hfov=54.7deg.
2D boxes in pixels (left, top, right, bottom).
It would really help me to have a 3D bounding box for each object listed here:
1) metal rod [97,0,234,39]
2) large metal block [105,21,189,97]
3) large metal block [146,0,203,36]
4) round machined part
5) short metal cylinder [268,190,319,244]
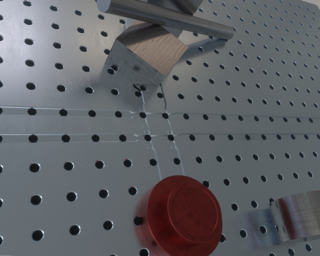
[{"bbox_3d":[0.032,-0.164,0.476,0.302,0.025,0.025,-9,66,-49],"label":"metal rod"},{"bbox_3d":[-0.018,-0.106,0.447,0.080,0.050,0.080,37,51,-4],"label":"large metal block"},{"bbox_3d":[0.012,-0.206,0.504,0.081,0.080,0.050,8,59,-24],"label":"large metal block"},{"bbox_3d":[0.031,0.100,0.353,0.099,0.042,0.098,14,56,-21],"label":"round machined part"},{"bbox_3d":[0.189,0.118,0.403,0.081,0.080,0.050,6,59,-26],"label":"short metal cylinder"}]
